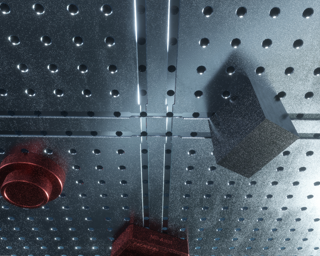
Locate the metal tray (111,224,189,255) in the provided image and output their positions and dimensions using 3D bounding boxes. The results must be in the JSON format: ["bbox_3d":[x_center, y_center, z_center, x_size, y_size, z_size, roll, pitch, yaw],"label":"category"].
[{"bbox_3d":[-0.020,0.241,0.613,0.131,0.030,0.089,23,126,-19],"label":"metal tray"}]

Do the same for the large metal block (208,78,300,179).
[{"bbox_3d":[0.108,0.000,0.376,0.050,0.080,0.080,26,125,-20],"label":"large metal block"}]

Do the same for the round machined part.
[{"bbox_3d":[-0.200,0.086,0.472,0.099,0.042,0.097,0,130,0],"label":"round machined part"}]
